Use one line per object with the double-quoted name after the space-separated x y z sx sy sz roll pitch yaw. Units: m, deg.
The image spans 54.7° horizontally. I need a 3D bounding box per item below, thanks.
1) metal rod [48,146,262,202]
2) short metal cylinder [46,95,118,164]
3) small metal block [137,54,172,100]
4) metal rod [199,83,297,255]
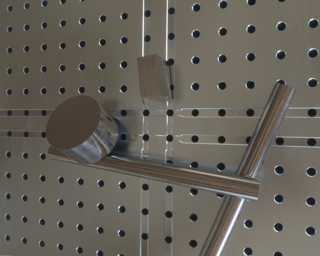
-0.025 0.052 0.406 0.301 0.025 0.025 7 93 25 "metal rod"
-0.104 0.003 0.419 0.080 0.050 0.080 -10 59 17 "short metal cylinder"
-0.006 -0.064 0.401 0.025 0.050 0.050 -6 88 20 "small metal block"
0.092 0.089 0.380 0.025 0.025 0.298 24 98 18 "metal rod"
